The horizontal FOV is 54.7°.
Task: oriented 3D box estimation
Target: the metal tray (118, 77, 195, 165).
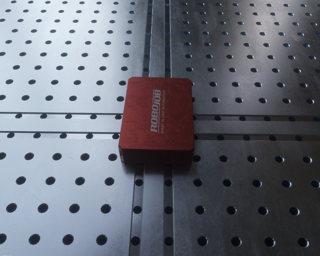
[{"bbox_3d":[-0.002,-0.014,0.415,0.091,0.030,0.130,2,50,1],"label":"metal tray"}]
